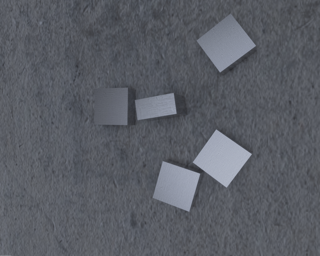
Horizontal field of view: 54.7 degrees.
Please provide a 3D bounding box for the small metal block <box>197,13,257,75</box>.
[{"bbox_3d":[0.082,-0.101,0.380,0.050,0.025,0.050,-36,79,16],"label":"small metal block"}]

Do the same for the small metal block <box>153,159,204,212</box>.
[{"bbox_3d":[0.024,0.073,0.400,0.050,0.025,0.050,17,96,18],"label":"small metal block"}]

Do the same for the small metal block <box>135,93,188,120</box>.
[{"bbox_3d":[0.003,-0.026,0.394,0.050,0.050,0.025,-9,87,19],"label":"small metal block"}]

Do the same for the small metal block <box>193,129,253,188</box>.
[{"bbox_3d":[0.078,0.036,0.381,0.050,0.025,0.050,37,101,16],"label":"small metal block"}]

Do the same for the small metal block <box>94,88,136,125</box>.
[{"bbox_3d":[-0.062,-0.029,0.430,0.050,0.025,0.050,1,90,19],"label":"small metal block"}]
